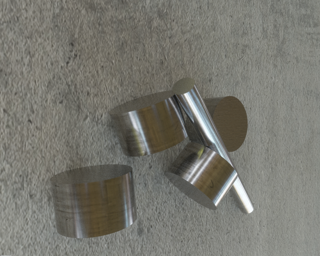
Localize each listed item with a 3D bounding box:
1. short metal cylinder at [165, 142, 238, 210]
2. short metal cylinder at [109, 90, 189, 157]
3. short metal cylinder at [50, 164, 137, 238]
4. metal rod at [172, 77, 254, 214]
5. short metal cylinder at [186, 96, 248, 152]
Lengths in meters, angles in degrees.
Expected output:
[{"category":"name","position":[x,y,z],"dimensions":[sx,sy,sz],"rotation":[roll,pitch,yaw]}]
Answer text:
[{"category":"short metal cylinder","position":[0.054,0.064,0.410],"dimensions":[0.050,0.080,0.080],"rotation":[-52,121,-18]},{"category":"short metal cylinder","position":[-0.012,-0.007,0.359],"dimensions":[0.081,0.080,0.050],"rotation":[-28,108,-36]},{"category":"short metal cylinder","position":[-0.066,0.070,0.314],"dimensions":[0.081,0.080,0.050],"rotation":[-9,96,-40]},{"category":"metal rod","position":[0.087,0.046,0.428],"dimensions":[0.025,0.025,0.300],"rotation":[-59,138,-23]},{"category":"short metal cylinder","position":[0.085,-0.006,0.460],"dimensions":[0.081,0.050,0.079],"rotation":[0,90,-40]}]
